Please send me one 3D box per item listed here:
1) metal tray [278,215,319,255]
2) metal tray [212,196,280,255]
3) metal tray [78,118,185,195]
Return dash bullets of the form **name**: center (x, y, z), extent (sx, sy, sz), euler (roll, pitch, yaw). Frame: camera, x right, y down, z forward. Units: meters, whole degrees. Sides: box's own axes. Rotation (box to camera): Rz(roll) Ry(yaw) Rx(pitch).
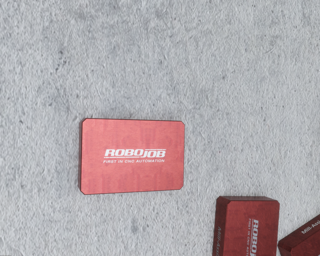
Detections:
- **metal tray**: center (0.262, 0.199, 0.503), extent (0.131, 0.030, 0.090), euler (-24, 98, -19)
- **metal tray**: center (0.125, 0.167, 0.453), extent (0.091, 0.030, 0.129), euler (5, 88, -20)
- **metal tray**: center (-0.035, 0.034, 0.393), extent (0.131, 0.030, 0.089), euler (1, 90, -20)
